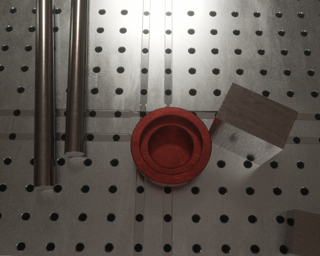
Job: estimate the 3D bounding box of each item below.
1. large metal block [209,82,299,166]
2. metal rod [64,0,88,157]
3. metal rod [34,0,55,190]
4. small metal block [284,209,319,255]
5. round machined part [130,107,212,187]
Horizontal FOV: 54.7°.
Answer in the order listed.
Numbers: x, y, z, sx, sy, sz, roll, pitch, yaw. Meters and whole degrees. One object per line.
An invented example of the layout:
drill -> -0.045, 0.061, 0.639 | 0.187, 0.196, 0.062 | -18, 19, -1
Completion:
large metal block -> 0.109, -0.002, 0.385 | 0.080, 0.080, 0.050 | 26, 72, 9
metal rod -> -0.119, -0.107, 0.449 | 0.025, 0.025, 0.299 | -3, 70, -2
metal rod -> -0.161, -0.066, 0.433 | 0.025, 0.025, 0.299 | -7, 70, -3
small metal block -> 0.179, 0.128, 0.367 | 0.050, 0.025, 0.050 | 12, 70, 4
round machined part -> 0.013, 0.026, 0.393 | 0.099, 0.042, 0.098 | 0, 70, -1
